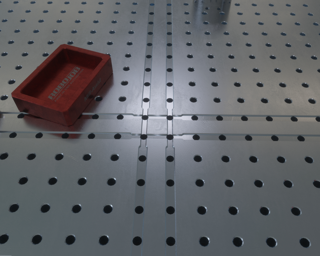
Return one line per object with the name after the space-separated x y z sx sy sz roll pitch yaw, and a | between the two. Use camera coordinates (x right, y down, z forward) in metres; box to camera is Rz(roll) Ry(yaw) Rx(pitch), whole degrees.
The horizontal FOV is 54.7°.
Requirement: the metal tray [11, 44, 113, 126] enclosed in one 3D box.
-0.140 -0.069 0.460 0.090 0.030 0.130 17 52 13 | metal tray

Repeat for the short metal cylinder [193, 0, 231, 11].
0.108 -0.280 0.628 0.081 0.050 0.080 0 50 0 | short metal cylinder
